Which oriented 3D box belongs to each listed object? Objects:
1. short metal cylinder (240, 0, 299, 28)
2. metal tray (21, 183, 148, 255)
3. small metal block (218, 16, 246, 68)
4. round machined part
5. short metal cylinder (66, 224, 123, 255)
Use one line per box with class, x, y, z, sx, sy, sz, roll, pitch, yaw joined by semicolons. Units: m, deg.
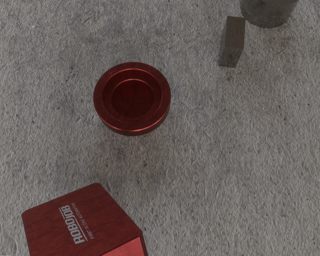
short metal cylinder;0.168;-0.200;0.469;0.081;0.050;0.080;0;70;0
metal tray;-0.081;0.105;0.308;0.091;0.130;0.030;-20;110;-24
small metal block;0.102;-0.121;0.440;0.025;0.050;0.050;8;70;3
round machined part;-0.035;-0.035;0.412;0.099;0.042;0.098;0;70;0
short metal cylinder;-0.071;0.144;0.326;0.050;0.080;0.080;14;71;5
